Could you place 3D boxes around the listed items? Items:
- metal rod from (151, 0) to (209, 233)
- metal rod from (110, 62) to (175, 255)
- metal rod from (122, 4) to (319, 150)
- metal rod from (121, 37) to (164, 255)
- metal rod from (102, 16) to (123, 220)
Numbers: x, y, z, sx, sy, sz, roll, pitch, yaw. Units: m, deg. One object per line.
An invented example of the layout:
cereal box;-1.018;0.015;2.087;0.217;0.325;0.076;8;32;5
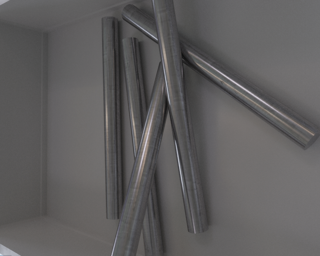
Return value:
metal rod;0.022;-0.026;0.365;0.025;0.025;0.298;-8;92;40
metal rod;-0.020;0.054;0.344;0.025;0.025;0.299;-7;61;40
metal rod;0.049;-0.077;0.366;0.300;0.025;0.025;43;116;31
metal rod;-0.025;0.023;0.427;0.025;0.025;0.298;-12;83;39
metal rod;-0.072;-0.016;0.466;0.025;0.025;0.298;-3;88;40
